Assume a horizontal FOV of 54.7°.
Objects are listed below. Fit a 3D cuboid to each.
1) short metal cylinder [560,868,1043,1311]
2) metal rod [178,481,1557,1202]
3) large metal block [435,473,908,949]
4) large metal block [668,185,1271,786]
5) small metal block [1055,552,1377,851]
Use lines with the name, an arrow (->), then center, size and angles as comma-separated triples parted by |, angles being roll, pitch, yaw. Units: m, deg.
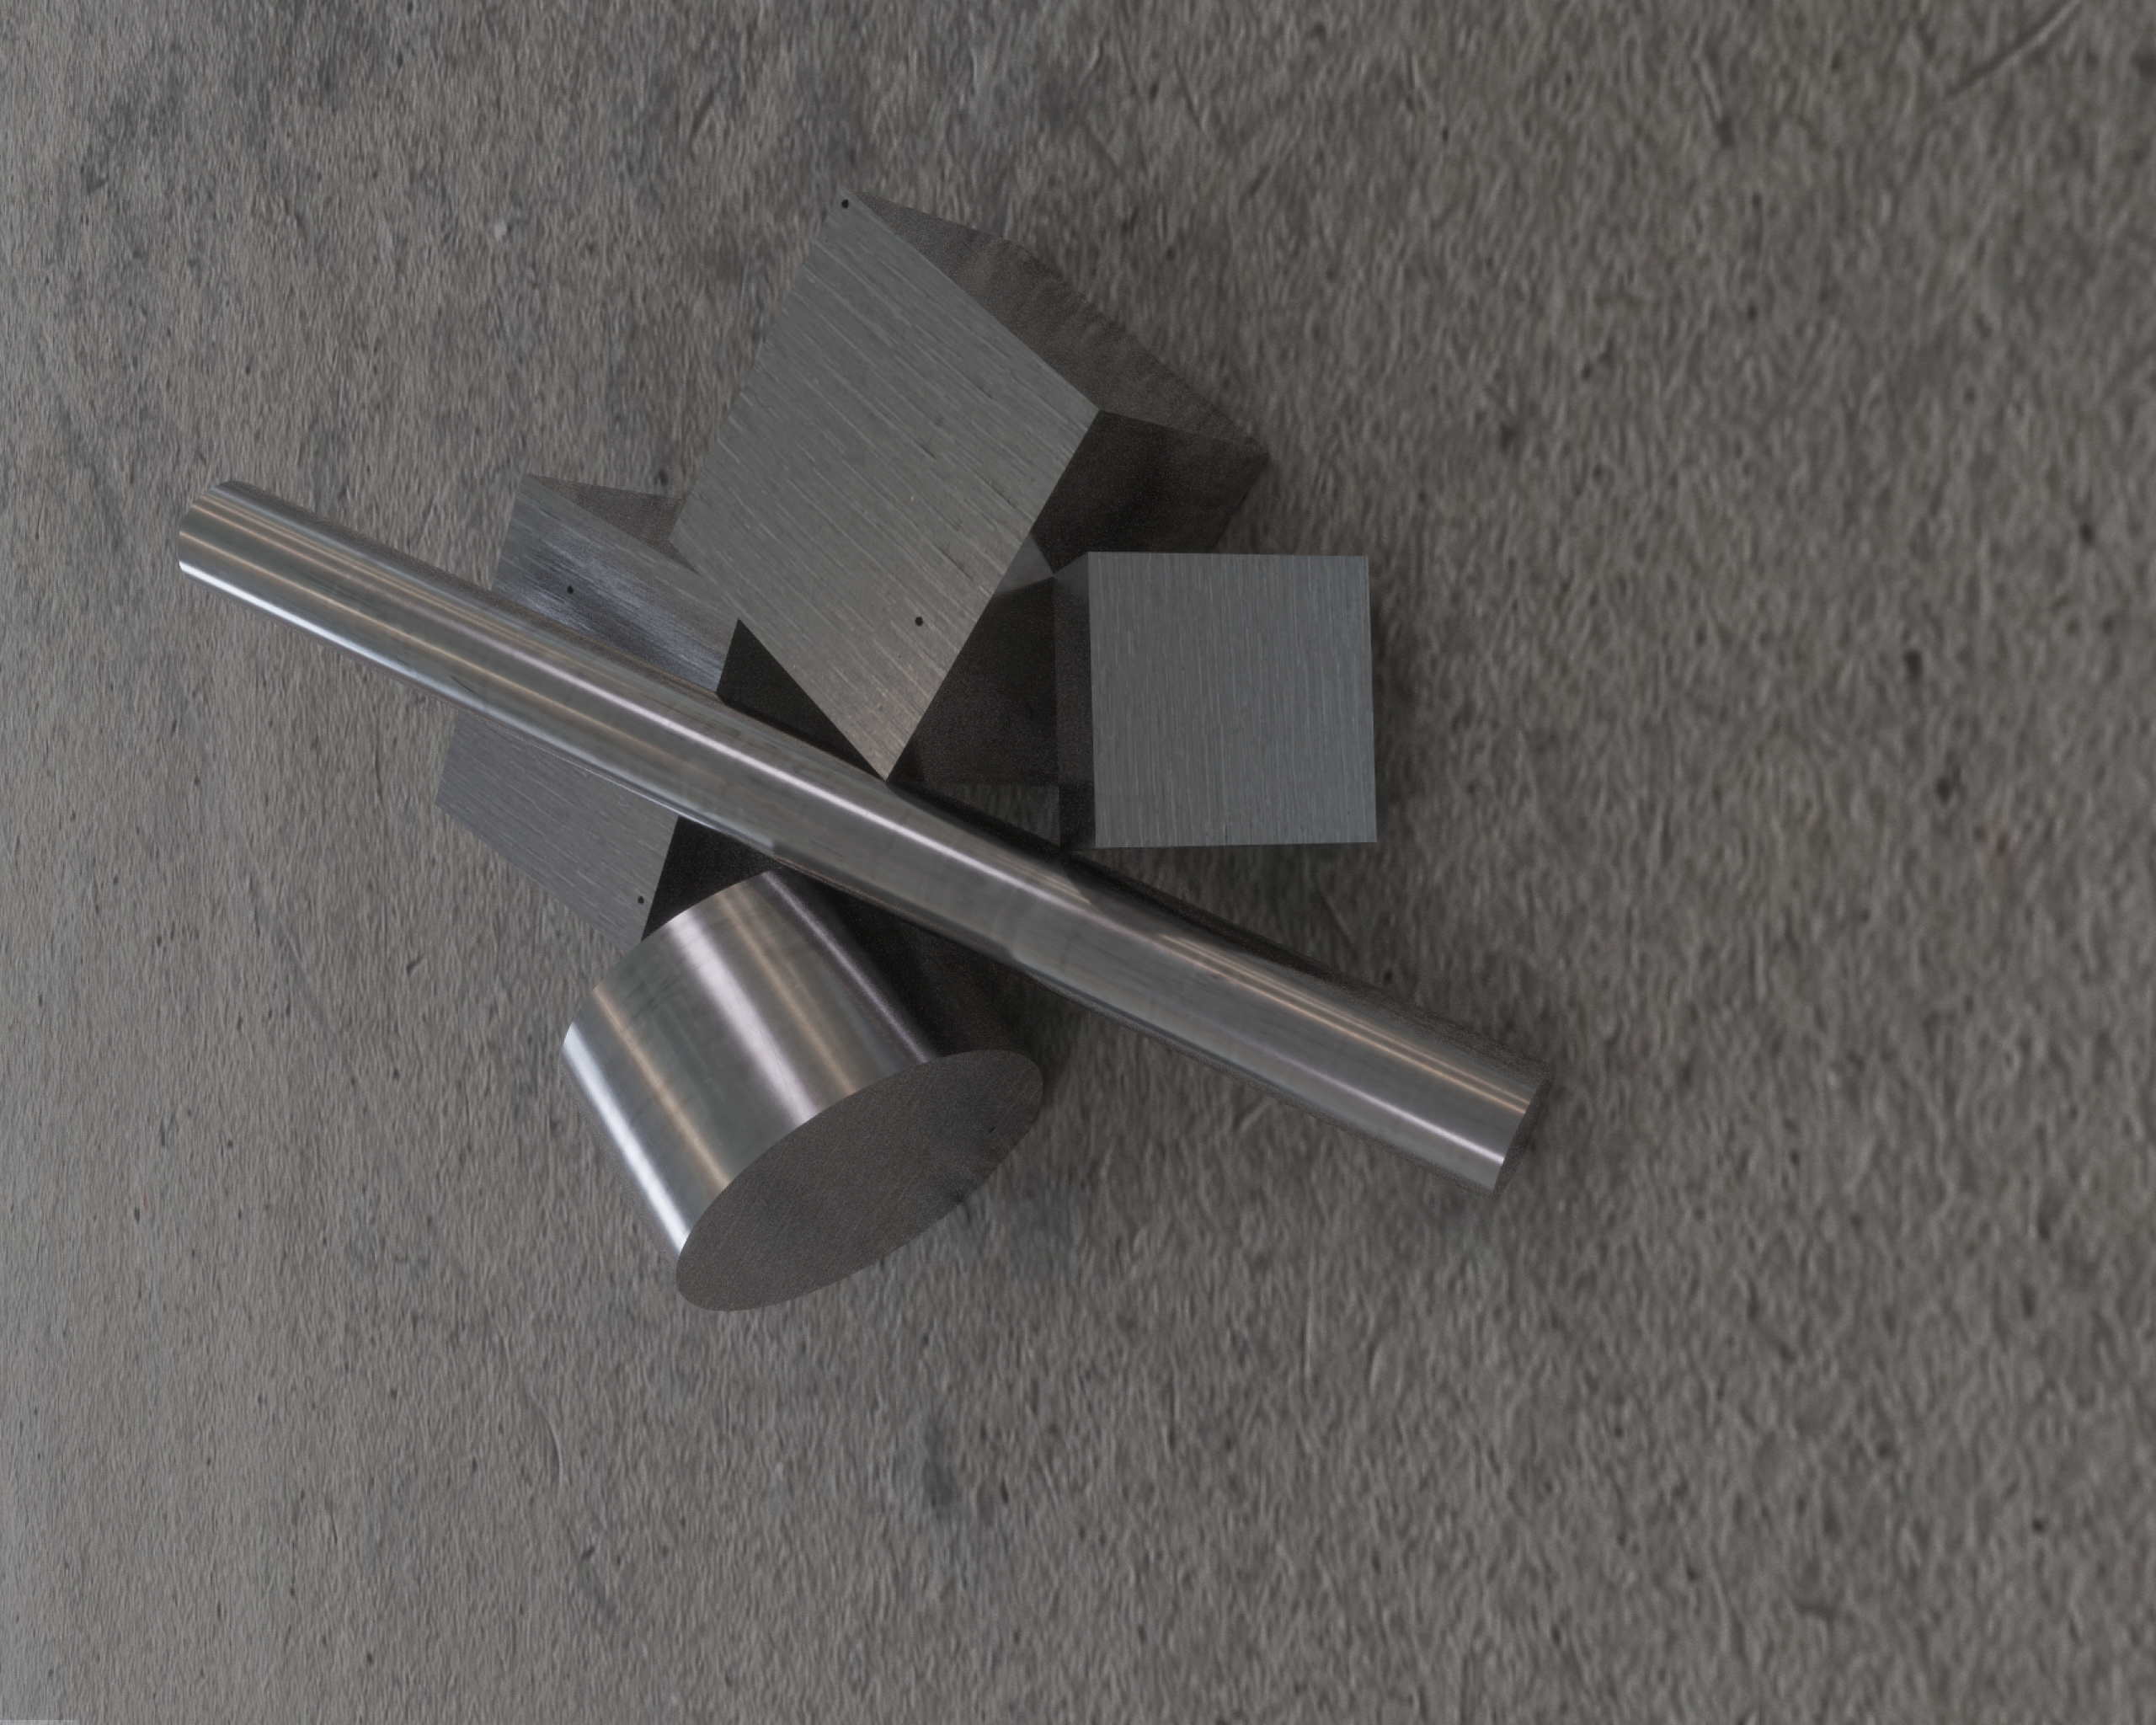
short metal cylinder -> -0.054, 0.044, 0.415 | 0.080, 0.081, 0.050 | -51, 60, 28
metal rod -> -0.055, -0.013, 0.398 | 0.301, 0.025, 0.025 | 24, 106, 20
large metal block -> -0.091, -0.033, 0.465 | 0.080, 0.050, 0.079 | 31, 109, 35
large metal block -> -0.024, -0.071, 0.406 | 0.080, 0.050, 0.080 | 47, 118, 29
small metal block -> 0.024, -0.028, 0.368 | 0.025, 0.050, 0.050 | 175, 94, -75
